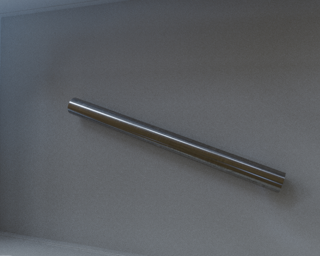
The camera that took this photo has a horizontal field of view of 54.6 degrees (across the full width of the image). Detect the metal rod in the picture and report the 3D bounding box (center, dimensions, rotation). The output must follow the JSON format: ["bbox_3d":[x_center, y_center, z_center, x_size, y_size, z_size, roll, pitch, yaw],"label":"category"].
[{"bbox_3d":[0.007,0.016,0.406,0.301,0.025,0.025,20,97,19],"label":"metal rod"}]
